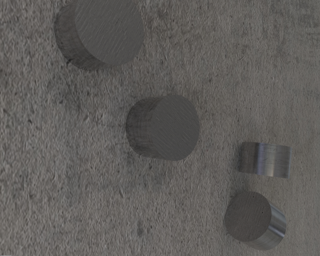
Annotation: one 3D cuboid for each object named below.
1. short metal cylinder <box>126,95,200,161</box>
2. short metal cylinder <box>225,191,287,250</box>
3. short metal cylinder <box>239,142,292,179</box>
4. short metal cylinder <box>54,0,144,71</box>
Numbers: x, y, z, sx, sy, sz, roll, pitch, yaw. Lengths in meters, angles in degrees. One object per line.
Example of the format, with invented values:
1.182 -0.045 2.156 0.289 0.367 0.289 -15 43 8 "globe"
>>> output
0.004 0.000 0.392 0.081 0.050 0.080 0 90 -40 "short metal cylinder"
0.153 0.149 0.497 0.050 0.080 0.080 37 68 -34 "short metal cylinder"
0.175 0.054 0.515 0.081 0.080 0.050 13 82 -39 "short metal cylinder"
-0.065 -0.104 0.334 0.081 0.050 0.080 0 90 -40 "short metal cylinder"
